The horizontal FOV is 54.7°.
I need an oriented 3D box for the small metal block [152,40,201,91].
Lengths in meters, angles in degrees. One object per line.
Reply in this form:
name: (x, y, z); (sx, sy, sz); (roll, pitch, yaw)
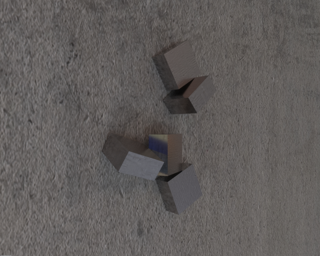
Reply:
small metal block: (0.023, -0.086, 0.424); (0.050, 0.025, 0.050); (-39, 114, -33)

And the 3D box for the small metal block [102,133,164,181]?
small metal block: (-0.032, 0.033, 0.358); (0.050, 0.050, 0.025); (22, 99, -38)

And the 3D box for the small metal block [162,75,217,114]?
small metal block: (0.040, -0.045, 0.422); (0.050, 0.050, 0.025); (-47, 119, -29)

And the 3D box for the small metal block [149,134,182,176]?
small metal block: (0.008, 0.033, 0.399); (0.050, 0.025, 0.050); (-1, 91, -66)

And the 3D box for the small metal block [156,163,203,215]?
small metal block: (0.027, 0.082, 0.427); (0.050, 0.025, 0.050); (-30, 109, -36)
